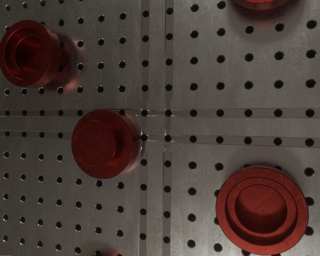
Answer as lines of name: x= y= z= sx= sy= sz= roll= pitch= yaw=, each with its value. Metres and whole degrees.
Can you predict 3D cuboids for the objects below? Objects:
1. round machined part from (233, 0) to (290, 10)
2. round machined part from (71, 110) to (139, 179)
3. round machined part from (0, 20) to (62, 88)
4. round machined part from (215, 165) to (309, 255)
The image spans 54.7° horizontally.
round machined part: x=0.122 y=-0.186 z=0.360 sx=0.098 sy=0.042 sz=0.097 roll=0 pitch=90 yaw=19
round machined part: x=-0.083 y=0.023 z=0.431 sx=0.098 sy=0.042 sz=0.097 roll=0 pitch=90 yaw=19
round machined part: x=-0.190 y=-0.109 z=0.469 sx=0.098 sy=0.042 sz=0.097 roll=0 pitch=90 yaw=19
round machined part: x=0.118 y=0.092 z=0.362 sx=0.098 sy=0.042 sz=0.097 roll=0 pitch=90 yaw=19
